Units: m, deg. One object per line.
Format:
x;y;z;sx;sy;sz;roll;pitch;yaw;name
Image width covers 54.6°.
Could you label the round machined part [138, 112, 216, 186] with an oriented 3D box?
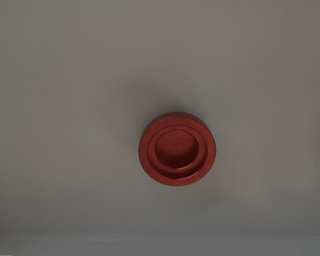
0.022;0.025;0.411;0.099;0.042;0.097;0;110;0;round machined part
